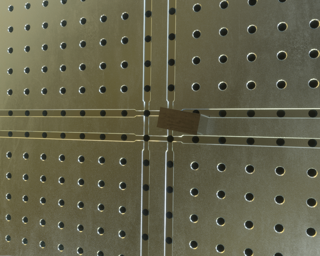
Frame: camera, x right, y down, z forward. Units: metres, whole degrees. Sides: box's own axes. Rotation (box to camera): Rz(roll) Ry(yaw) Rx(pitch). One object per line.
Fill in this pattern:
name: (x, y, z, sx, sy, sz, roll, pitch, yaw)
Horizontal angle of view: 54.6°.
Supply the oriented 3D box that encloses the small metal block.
small metal block: (0.030, -0.009, 0.389, 0.050, 0.050, 0.025, 12, 94, 19)
